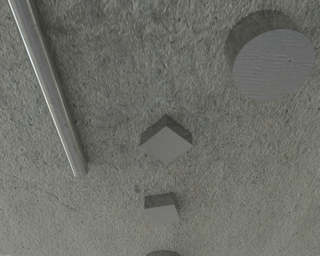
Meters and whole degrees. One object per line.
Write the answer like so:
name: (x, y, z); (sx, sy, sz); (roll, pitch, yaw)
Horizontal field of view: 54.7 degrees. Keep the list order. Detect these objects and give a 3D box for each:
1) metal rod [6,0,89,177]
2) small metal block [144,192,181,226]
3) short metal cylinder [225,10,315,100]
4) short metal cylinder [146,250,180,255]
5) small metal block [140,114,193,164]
metal rod: (-0.128, -0.050, 0.363); (0.025, 0.025, 0.298); (-3, 130, 2)
small metal block: (0.005, 0.137, 0.524); (0.050, 0.025, 0.050); (-11, 130, 9)
short metal cylinder: (0.113, -0.076, 0.327); (0.081, 0.050, 0.079); (0, 130, 0)
short metal cylinder: (0.006, 0.298, 0.645); (0.081, 0.050, 0.079); (0, 130, 0)
small metal block: (0.009, 0.016, 0.421); (0.050, 0.025, 0.050); (36, 121, -27)
